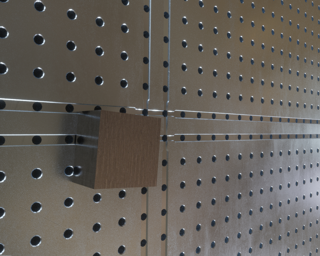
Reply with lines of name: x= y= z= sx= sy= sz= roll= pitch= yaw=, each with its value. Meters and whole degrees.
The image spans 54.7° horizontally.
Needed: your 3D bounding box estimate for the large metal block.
large metal block: x=-0.048 y=0.025 z=0.354 sx=0.081 sy=0.050 sz=0.080 roll=7 pitch=86 yaw=-40
